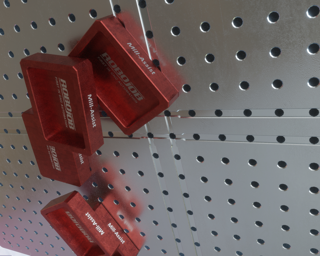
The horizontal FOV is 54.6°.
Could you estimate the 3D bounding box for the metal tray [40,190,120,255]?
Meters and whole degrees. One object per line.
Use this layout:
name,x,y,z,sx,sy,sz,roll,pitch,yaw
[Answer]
metal tray,-0.143,0.179,0.555,0.090,0.030,0.130,-27,104,37

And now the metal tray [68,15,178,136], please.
metal tray,-0.051,-0.063,0.396,0.090,0.030,0.130,-35,99,38

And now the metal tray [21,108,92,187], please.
metal tray,-0.170,0.031,0.518,0.090,0.030,0.129,10,123,23

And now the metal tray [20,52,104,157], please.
metal tray,-0.129,-0.030,0.418,0.090,0.030,0.129,11,123,22

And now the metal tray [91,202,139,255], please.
metal tray,-0.112,0.209,0.597,0.090,0.030,0.130,-26,104,37
